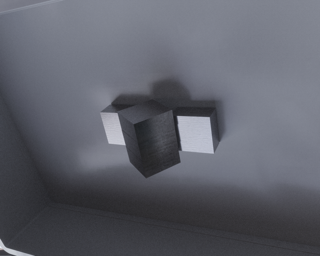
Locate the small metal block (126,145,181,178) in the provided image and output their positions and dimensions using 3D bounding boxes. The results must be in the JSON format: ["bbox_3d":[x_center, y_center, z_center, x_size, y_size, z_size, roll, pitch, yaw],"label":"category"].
[{"bbox_3d":[-0.009,0.034,0.402,0.050,0.050,0.025,33,140,55],"label":"small metal block"}]

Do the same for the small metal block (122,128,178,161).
[{"bbox_3d":[-0.013,0.012,0.391,0.050,0.050,0.025,33,140,55],"label":"small metal block"}]

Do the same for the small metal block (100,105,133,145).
[{"bbox_3d":[-0.049,-0.004,0.428,0.050,0.025,0.050,4,120,26],"label":"small metal block"}]

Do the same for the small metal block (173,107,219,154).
[{"bbox_3d":[0.044,0.002,0.384,0.050,0.025,0.050,3,120,26],"label":"small metal block"}]

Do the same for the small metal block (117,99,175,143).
[{"bbox_3d":[-0.017,-0.010,0.379,0.050,0.050,0.025,34,140,55],"label":"small metal block"}]
